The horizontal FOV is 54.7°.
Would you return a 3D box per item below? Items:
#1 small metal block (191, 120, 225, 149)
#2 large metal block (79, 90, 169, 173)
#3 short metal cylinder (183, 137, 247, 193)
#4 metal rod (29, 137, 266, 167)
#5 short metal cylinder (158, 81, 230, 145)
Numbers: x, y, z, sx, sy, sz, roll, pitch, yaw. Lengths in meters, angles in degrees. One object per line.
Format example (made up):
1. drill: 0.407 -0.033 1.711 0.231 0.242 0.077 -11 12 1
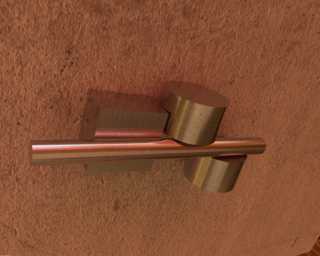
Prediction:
1. small metal block: 0.051 0.008 0.425 0.050 0.050 0.025 1 118 -29
2. large metal block: -0.046 0.005 0.367 0.081 0.050 0.079 3 117 -30
3. short metal cylinder: 0.078 0.048 0.447 0.081 0.080 0.050 0 119 -29
4. metal rod: 0.010 0.024 0.364 0.303 0.025 0.025 0 118 -30
5. short metal cylinder: 0.039 -0.020 0.384 0.081 0.080 0.050 2 118 -30
